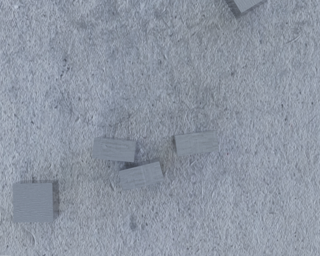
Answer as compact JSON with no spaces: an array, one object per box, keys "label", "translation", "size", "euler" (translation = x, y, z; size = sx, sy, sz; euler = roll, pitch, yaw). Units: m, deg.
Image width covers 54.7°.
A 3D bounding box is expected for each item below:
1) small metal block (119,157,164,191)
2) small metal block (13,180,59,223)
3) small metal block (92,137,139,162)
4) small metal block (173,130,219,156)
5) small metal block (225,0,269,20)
[{"label":"small metal block","translation":[-0.022,0.058,0.397],"size":[0.050,0.050,0.025],"euler":[-14,90,0]},{"label":"small metal block","translation":[-0.163,0.096,0.409],"size":[0.050,0.025,0.050],"euler":[-1,90,0]},{"label":"small metal block","translation":[-0.055,0.026,0.397],"size":[0.050,0.050,0.025],"euler":[6,90,0]},{"label":"small metal block","translation":[0.045,0.018,0.398],"size":[0.050,0.050,0.025],"euler":[-8,90,0]},{"label":"small metal block","translation":[0.113,-0.182,0.411],"size":[0.050,0.025,0.050],"euler":[-31,90,0]}]
